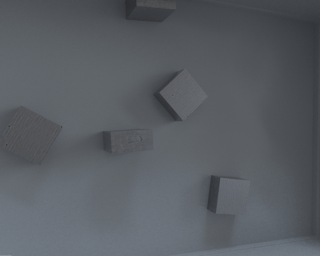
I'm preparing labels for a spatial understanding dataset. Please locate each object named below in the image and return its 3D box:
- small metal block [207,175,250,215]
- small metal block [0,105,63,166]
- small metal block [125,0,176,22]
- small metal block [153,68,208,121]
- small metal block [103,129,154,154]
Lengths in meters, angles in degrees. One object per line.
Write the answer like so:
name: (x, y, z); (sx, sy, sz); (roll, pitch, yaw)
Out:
small metal block: (0.100, 0.097, 0.449); (0.050, 0.025, 0.050); (9, 87, -20)
small metal block: (-0.148, 0.009, 0.356); (0.050, 0.025, 0.050); (30, 80, -18)
small metal block: (-0.013, -0.156, 0.393); (0.050, 0.050, 0.025); (-3, 91, -20)
small metal block: (0.028, -0.044, 0.422); (0.050, 0.025, 0.050); (-45, 104, -15)
small metal block: (-0.040, 0.015, 0.383); (0.050, 0.050, 0.025); (-3, 92, -20)
